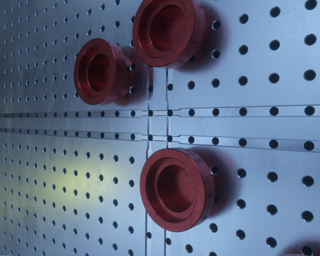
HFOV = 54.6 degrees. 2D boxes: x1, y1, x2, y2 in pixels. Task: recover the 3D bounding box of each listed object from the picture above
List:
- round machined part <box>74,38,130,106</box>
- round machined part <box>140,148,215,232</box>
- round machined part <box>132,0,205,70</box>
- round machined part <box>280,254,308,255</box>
[{"bbox_3d":[-0.084,-0.082,0.469,0.098,0.042,0.097,0,90,40],"label":"round machined part"},{"bbox_3d":[0.025,0.072,0.379,0.098,0.042,0.097,0,90,40],"label":"round machined part"},{"bbox_3d":[0.015,-0.122,0.387,0.098,0.042,0.097,0,90,40],"label":"round machined part"},{"bbox_3d":[0.137,0.166,0.286,0.098,0.042,0.097,0,90,40],"label":"round machined part"}]
